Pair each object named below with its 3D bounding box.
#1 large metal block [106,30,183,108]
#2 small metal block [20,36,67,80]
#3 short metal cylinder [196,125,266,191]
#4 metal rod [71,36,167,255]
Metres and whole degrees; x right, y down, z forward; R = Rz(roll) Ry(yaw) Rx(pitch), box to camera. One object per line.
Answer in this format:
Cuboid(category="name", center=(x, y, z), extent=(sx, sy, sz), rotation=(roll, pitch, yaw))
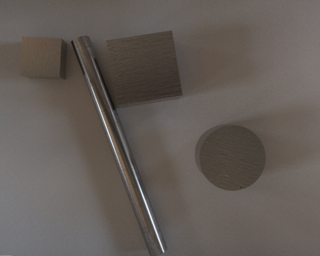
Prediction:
Cuboid(category="large metal block", center=(-0.019, -0.073, 0.399), extent=(0.081, 0.050, 0.080), rotation=(-9, 90, -1))
Cuboid(category="small metal block", center=(-0.153, -0.092, 0.409), extent=(0.050, 0.025, 0.050), rotation=(3, 90, -1))
Cuboid(category="short metal cylinder", center=(0.088, 0.036, 0.400), extent=(0.081, 0.050, 0.079), rotation=(0, 90, -1))
Cuboid(category="metal rod", center=(-0.054, 0.024, 0.410), extent=(0.025, 0.025, 0.299), rotation=(-20, 90, 0))
